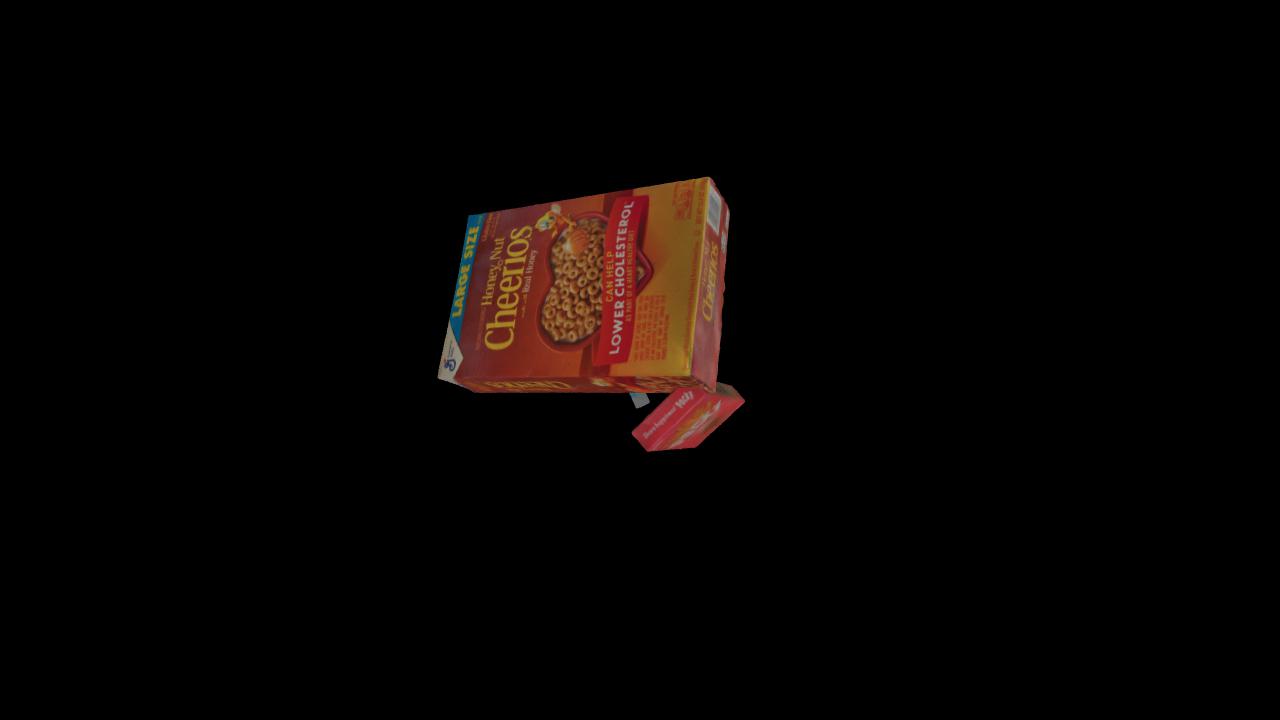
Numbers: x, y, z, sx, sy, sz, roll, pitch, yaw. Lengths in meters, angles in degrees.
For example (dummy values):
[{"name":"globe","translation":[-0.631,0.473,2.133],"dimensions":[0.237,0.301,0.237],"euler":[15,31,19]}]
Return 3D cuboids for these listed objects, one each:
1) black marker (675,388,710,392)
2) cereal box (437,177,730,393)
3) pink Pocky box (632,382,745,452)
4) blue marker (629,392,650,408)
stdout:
[{"name":"black marker","translation":[0.033,-0.047,0.684],"dimensions":[0.121,0.020,0.020],"euler":[22,-15,-39]},{"name":"cereal box","translation":[-0.065,-0.068,0.655],"dimensions":[0.306,0.203,0.081],"euler":[-1,-17,26]},{"name":"pink Pocky box","translation":[0.056,0.059,0.651],"dimensions":[0.084,0.029,0.155],"euler":[-45,-21,12]},{"name":"blue marker","translation":[-0.021,0.001,0.755],"dimensions":[0.020,0.121,0.020],"euler":[-25,0,0]}]
